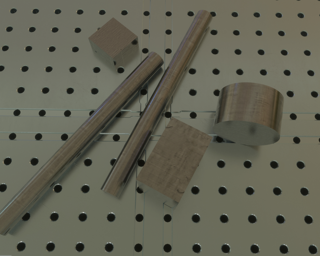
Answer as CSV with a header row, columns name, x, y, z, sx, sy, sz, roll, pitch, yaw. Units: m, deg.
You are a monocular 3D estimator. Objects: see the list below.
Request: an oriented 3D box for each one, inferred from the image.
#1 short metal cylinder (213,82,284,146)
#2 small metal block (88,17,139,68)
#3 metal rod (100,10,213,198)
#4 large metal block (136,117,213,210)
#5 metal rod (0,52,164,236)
name,x,y,z,sx,sy,sz,roll,pitch,yaw
short metal cylinder,0.111,-0.015,0.390,0.080,0.080,0.050,12,71,4
small metal block,-0.068,-0.126,0.457,0.050,0.025,0.050,41,75,13
metal rod,0.003,-0.045,0.428,0.025,0.025,0.300,25,72,8
large metal block,0.016,0.045,0.366,0.050,0.080,0.080,27,72,9
metal rod,-0.098,0.009,0.407,0.025,0.025,0.301,37,74,12
